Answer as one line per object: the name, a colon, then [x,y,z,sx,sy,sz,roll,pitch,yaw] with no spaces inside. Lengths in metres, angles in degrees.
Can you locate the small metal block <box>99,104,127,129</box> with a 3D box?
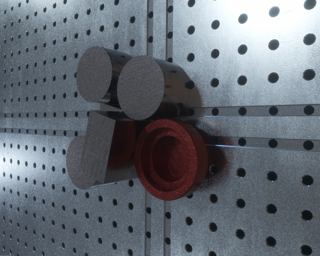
small metal block: [-0.068,-0.008,0.465,0.050,0.025,0.050,19,102,38]

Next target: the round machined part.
round machined part: [0.018,0.037,0.384,0.098,0.042,0.097,0,90,40]

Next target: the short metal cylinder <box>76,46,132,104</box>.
short metal cylinder: [-0.079,-0.076,0.458,0.080,0.050,0.080,0,90,40]

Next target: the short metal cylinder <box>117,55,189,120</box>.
short metal cylinder: [-0.009,-0.050,0.401,0.080,0.050,0.080,0,90,40]

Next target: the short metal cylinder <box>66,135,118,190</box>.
short metal cylinder: [-0.099,0.051,0.475,0.080,0.050,0.080,0,90,40]

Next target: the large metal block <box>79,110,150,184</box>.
large metal block: [-0.053,0.022,0.413,0.050,0.081,0.079,20,103,38]
